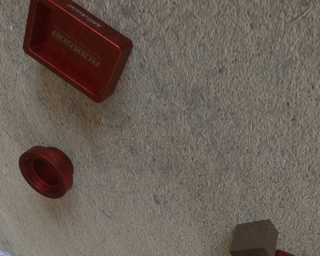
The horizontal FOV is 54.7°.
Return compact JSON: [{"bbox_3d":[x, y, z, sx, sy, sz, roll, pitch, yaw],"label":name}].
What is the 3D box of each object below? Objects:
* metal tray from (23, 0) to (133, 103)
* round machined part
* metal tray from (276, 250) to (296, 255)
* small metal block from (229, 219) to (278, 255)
[{"bbox_3d":[-0.108,-0.103,0.394,0.130,0.030,0.089,35,129,4],"label":"metal tray"},{"bbox_3d":[-0.191,0.072,0.538,0.098,0.042,0.097,13,124,20],"label":"round machined part"},{"bbox_3d":[0.215,0.233,0.434,0.130,0.030,0.089,17,125,17],"label":"metal tray"},{"bbox_3d":[0.127,0.154,0.418,0.050,0.050,0.025,-25,105,36],"label":"small metal block"}]
